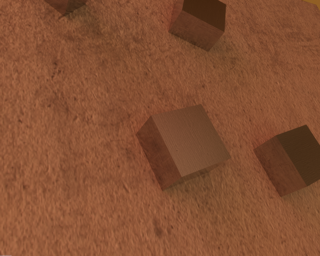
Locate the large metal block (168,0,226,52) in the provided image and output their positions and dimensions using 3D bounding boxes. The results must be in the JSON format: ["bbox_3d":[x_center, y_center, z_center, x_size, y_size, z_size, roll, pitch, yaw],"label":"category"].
[{"bbox_3d":[0.067,-0.193,0.544,0.080,0.050,0.080,22,53,-16],"label":"large metal block"}]

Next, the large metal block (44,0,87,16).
[{"bbox_3d":[-0.140,-0.219,0.428,0.080,0.080,0.050,39,51,-3],"label":"large metal block"}]

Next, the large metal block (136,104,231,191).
[{"bbox_3d":[0.028,0.023,0.391,0.081,0.050,0.080,-15,70,-34],"label":"large metal block"}]

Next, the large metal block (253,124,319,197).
[{"bbox_3d":[0.204,0.048,0.471,0.081,0.050,0.080,-14,69,-34],"label":"large metal block"}]
